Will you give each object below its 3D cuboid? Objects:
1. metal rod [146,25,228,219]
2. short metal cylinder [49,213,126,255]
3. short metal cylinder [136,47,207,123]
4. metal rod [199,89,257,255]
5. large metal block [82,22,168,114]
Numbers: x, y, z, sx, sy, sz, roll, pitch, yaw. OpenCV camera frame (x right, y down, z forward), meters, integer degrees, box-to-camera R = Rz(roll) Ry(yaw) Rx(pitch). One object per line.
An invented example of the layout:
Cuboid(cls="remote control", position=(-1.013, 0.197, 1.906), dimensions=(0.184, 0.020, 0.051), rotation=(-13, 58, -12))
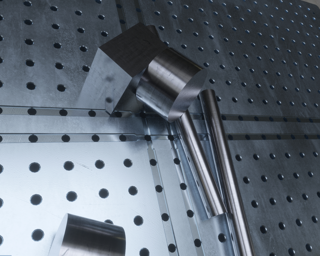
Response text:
Cuboid(cls="metal rod", position=(0.027, -0.024, 0.436), dimensions=(0.025, 0.025, 0.299), rotation=(-5, 64, -31))
Cuboid(cls="short metal cylinder", position=(-0.068, 0.119, 0.264), dimensions=(0.050, 0.080, 0.080), rotation=(20, 54, -17))
Cuboid(cls="short metal cylinder", position=(0.015, -0.054, 0.392), dimensions=(0.050, 0.079, 0.080), rotation=(37, 50, 15))
Cuboid(cls="metal rod", position=(0.091, 0.078, 0.409), dimensions=(0.025, 0.025, 0.299), rotation=(6, 59, -25))
Cuboid(cls="large metal block", position=(-0.044, -0.076, 0.395), dimensions=(0.050, 0.080, 0.080), rotation=(42, 51, 1))
